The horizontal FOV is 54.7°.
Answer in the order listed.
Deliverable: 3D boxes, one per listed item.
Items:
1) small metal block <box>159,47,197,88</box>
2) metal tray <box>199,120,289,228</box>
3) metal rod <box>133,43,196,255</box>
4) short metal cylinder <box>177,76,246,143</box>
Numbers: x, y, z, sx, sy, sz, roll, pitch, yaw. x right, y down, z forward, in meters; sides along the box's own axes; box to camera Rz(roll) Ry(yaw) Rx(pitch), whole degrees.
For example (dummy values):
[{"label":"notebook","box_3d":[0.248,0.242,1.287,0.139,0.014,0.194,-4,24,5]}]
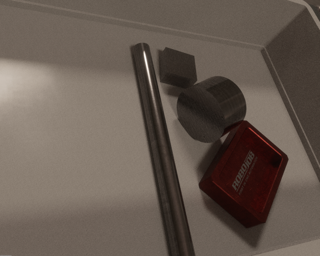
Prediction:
[{"label":"small metal block","box_3d":[0.027,-0.092,0.478,0.050,0.025,0.050,11,57,-22]},{"label":"metal tray","box_3d":[0.121,0.060,0.433,0.090,0.030,0.131,41,51,-1]},{"label":"metal rod","box_3d":[-0.001,0.012,0.399,0.025,0.025,0.299,3,60,-27]},{"label":"short metal cylinder","box_3d":[0.070,-0.026,0.426,0.050,0.080,0.080,-29,78,-38]}]
